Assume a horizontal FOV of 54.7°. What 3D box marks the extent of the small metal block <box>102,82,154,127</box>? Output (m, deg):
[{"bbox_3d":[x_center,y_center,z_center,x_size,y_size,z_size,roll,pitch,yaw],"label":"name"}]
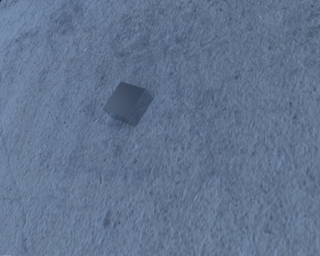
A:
[{"bbox_3d":[-0.046,-0.035,0.448,0.050,0.025,0.050,21,72,35],"label":"small metal block"}]
